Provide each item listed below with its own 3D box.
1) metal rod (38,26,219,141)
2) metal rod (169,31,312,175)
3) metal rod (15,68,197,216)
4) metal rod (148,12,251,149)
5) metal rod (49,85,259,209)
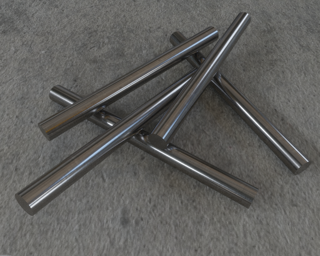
[{"bbox_3d":[-0.026,-0.073,0.430,0.302,0.025,0.025,-35,59,-26],"label":"metal rod"},{"bbox_3d":[0.098,-0.054,0.449,0.025,0.025,0.300,-22,54,-18],"label":"metal rod"},{"bbox_3d":[-0.032,-0.006,0.372,0.025,0.025,0.302,30,46,22],"label":"metal rod"},{"bbox_3d":[0.070,-0.085,0.441,0.025,0.025,0.301,23,53,18],"label":"metal rod"},{"bbox_3d":[-0.023,0.014,0.391,0.301,0.025,0.025,27,55,20],"label":"metal rod"}]
